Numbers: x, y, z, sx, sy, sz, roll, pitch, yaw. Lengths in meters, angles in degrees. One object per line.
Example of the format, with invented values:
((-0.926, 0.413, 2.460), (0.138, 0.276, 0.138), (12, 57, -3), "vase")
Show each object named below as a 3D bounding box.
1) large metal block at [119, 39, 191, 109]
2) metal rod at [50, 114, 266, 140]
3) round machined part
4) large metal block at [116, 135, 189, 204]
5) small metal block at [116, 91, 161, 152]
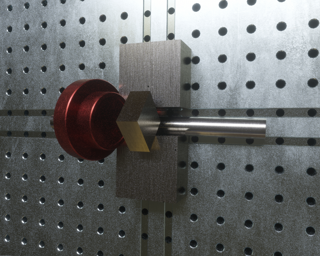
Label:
((-0.005, -0.065, 0.401), (0.080, 0.050, 0.079), (1, 90, 20), "large metal block")
((-0.016, -0.004, 0.418), (0.301, 0.025, 0.025), (2, 91, 19), "metal rod")
((-0.072, -0.009, 0.368), (0.042, 0.099, 0.097), (5, 92, 34), "round machined part")
((-0.009, 0.049, 0.403), (0.080, 0.050, 0.079), (1, 91, 20), "large metal block")
((-0.023, -0.008, 0.361), (0.025, 0.050, 0.050), (1, 46, 20), "small metal block")
